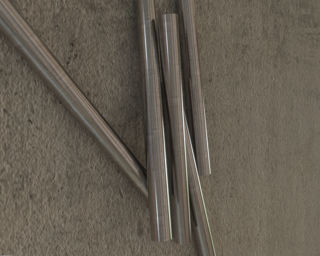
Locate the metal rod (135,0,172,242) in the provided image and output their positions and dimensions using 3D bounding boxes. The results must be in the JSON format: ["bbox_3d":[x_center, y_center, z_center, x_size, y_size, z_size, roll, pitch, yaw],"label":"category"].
[{"bbox_3d":[-0.009,-0.019,0.375,0.025,0.025,0.298,0,84,-40],"label":"metal rod"}]

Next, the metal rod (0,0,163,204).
[{"bbox_3d":[-0.076,-0.009,0.341,0.025,0.025,0.299,-51,120,-28],"label":"metal rod"}]

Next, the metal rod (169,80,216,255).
[{"bbox_3d":[0.045,0.079,0.442,0.025,0.025,0.298,-22,104,-38],"label":"metal rod"}]

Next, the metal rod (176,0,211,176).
[{"bbox_3d":[0.046,-0.080,0.442,0.025,0.025,0.298,-11,97,-40],"label":"metal rod"}]

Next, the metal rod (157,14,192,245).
[{"bbox_3d":[0.020,0.010,0.402,0.025,0.025,0.298,-14,105,-39],"label":"metal rod"}]
